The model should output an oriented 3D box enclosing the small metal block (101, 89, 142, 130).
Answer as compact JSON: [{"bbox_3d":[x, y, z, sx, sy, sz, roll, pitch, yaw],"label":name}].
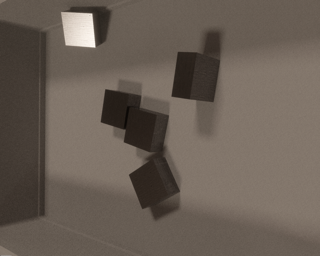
[{"bbox_3d":[-0.057,-0.027,0.452,0.050,0.025,0.050,16,100,38],"label":"small metal block"}]

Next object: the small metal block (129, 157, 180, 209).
[{"bbox_3d":[-0.008,0.073,0.412,0.050,0.025,0.050,-37,68,33],"label":"small metal block"}]

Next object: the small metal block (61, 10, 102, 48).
[{"bbox_3d":[-0.121,-0.154,0.480,0.050,0.025,0.050,7,120,12],"label":"small metal block"}]

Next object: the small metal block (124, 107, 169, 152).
[{"bbox_3d":[-0.019,0.002,0.421,0.050,0.025,0.050,17,101,38],"label":"small metal block"}]

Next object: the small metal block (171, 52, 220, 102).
[{"bbox_3d":[0.042,-0.057,0.355,0.025,0.050,0.050,13,99,39],"label":"small metal block"}]
